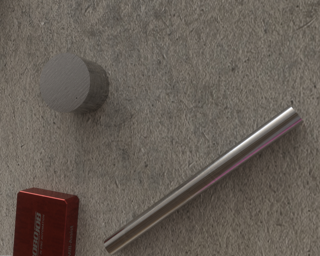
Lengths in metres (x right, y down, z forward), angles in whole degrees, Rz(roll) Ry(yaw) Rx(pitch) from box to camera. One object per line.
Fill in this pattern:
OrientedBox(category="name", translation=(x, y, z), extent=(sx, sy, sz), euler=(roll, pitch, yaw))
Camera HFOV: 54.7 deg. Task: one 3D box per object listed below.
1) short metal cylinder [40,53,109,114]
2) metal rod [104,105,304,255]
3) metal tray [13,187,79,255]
OrientedBox(category="short metal cylinder", translation=(-0.120, -0.061, 0.438), extent=(0.080, 0.050, 0.079), euler=(0, 90, 20))
OrientedBox(category="metal rod", translation=(0.043, 0.075, 0.393), extent=(0.300, 0.025, 0.025), euler=(-39, 78, 15))
OrientedBox(category="metal tray", translation=(-0.173, 0.162, 0.467), extent=(0.090, 0.030, 0.129), euler=(5, 92, 19))
